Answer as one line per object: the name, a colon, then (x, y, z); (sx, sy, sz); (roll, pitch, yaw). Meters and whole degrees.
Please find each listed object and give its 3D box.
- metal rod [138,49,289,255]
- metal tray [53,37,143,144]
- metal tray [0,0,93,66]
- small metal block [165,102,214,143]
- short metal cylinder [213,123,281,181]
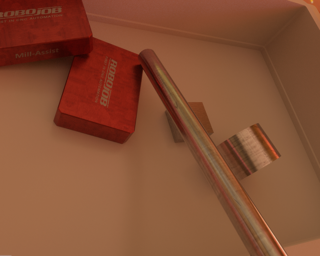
metal rod: (0.036, 0.006, 0.324); (0.025, 0.025, 0.300); (-1, 43, -29)
metal tray: (-0.073, -0.052, 0.396); (0.091, 0.030, 0.130); (18, 55, -19)
metal tray: (-0.156, -0.125, 0.372); (0.131, 0.030, 0.090); (-13, 67, -17)
small metal block: (0.041, -0.009, 0.435); (0.050, 0.025, 0.050); (-3, 63, -30)
short metal cylinder: (0.110, 0.036, 0.410); (0.081, 0.080, 0.050); (-20, 73, -36)
